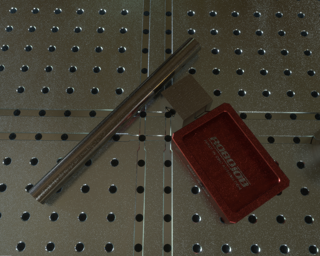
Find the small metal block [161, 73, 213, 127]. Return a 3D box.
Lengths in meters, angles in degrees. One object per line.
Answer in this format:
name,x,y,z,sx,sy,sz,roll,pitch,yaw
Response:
small metal block,0.036,-0.038,0.426,0.050,0.025,0.050,-34,74,-12

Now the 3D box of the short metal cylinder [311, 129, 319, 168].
short metal cylinder,0.244,0.024,0.393,0.081,0.050,0.080,0,70,0

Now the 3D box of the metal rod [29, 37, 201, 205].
metal rod,-0.050,-0.019,0.418,0.025,0.025,0.301,41,74,13

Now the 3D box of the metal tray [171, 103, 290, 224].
metal tray,0.086,0.043,0.394,0.090,0.030,0.130,-31,73,-11
